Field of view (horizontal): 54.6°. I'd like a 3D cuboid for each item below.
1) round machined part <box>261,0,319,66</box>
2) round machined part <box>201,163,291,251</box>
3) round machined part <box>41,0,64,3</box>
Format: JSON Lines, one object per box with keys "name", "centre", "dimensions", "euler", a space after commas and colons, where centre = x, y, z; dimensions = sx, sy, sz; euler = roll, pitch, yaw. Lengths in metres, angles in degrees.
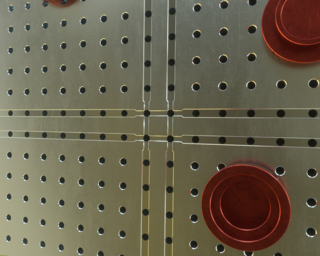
{"name": "round machined part", "centre": [0.164, -0.121, 0.345], "dimensions": [0.098, 0.042, 0.097], "euler": [0, 90, 20]}
{"name": "round machined part", "centre": [0.101, 0.090, 0.368], "dimensions": [0.098, 0.042, 0.097], "euler": [0, 90, 20]}
{"name": "round machined part", "centre": [-0.169, -0.243, 0.464], "dimensions": [0.098, 0.042, 0.097], "euler": [0, 90, 20]}
